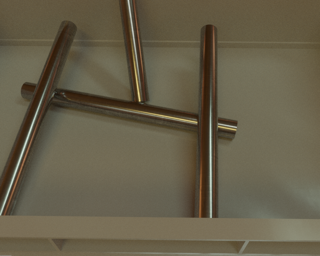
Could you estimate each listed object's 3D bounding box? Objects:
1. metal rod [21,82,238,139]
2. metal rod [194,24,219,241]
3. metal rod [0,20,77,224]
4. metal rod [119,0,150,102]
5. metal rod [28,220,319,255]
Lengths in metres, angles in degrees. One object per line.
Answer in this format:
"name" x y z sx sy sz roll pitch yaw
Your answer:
"metal rod" -0.048 -0.026 0.426 0.301 0.025 0.025 11 51 9
"metal rod" 0.059 -0.015 0.385 0.025 0.025 0.300 4 60 3
"metal rod" -0.156 -0.030 0.402 0.025 0.025 0.300 4 58 3
"metal rod" -0.046 -0.185 0.438 0.025 0.025 0.298 -8 91 -6
"metal rod" 0.025 0.105 0.290 0.302 0.025 0.025 -5 50 6
